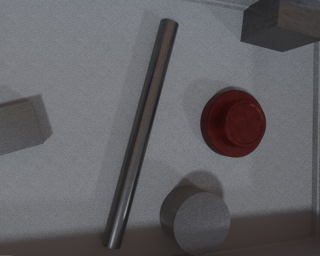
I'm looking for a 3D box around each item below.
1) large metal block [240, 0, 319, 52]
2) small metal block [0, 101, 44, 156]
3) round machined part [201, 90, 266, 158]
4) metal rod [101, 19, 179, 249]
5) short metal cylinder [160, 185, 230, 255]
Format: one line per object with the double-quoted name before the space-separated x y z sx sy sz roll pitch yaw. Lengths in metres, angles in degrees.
"large metal block" 0.177 -0.151 0.448 0.081 0.080 0.050 7 88 -20
"small metal block" -0.165 0.000 0.350 0.050 0.025 0.050 -17 96 -20
"round machined part" 0.112 -0.006 0.444 0.099 0.042 0.097 0 90 -21
"metal rod" -0.024 0.003 0.402 0.025 0.025 0.299 16 84 -20
"short metal cylinder" 0.046 0.121 0.416 0.081 0.050 0.079 0 90 -20
